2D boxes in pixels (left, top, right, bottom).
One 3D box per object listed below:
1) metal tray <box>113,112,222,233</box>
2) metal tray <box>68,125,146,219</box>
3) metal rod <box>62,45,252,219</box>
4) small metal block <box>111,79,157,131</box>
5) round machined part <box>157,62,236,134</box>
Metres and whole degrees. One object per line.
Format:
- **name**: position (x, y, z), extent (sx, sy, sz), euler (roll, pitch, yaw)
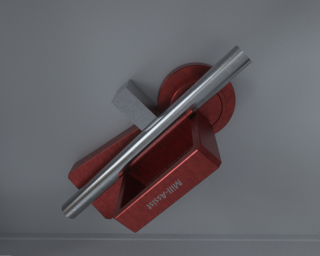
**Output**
- **metal tray**: position (0.006, 0.047, 0.352), extent (0.030, 0.090, 0.130), euler (41, 111, -17)
- **metal tray**: position (-0.047, 0.059, 0.428), extent (0.130, 0.030, 0.090), euler (-33, 107, 11)
- **metal rod**: position (-0.016, 0.016, 0.374), extent (0.299, 0.025, 0.025), euler (-42, 105, 18)
- **small metal block**: position (-0.030, -0.030, 0.385), extent (0.025, 0.050, 0.050), euler (-43, 105, 14)
- **round machined part**: position (0.046, -0.031, 0.390), extent (0.099, 0.042, 0.097), euler (0, 110, -1)
